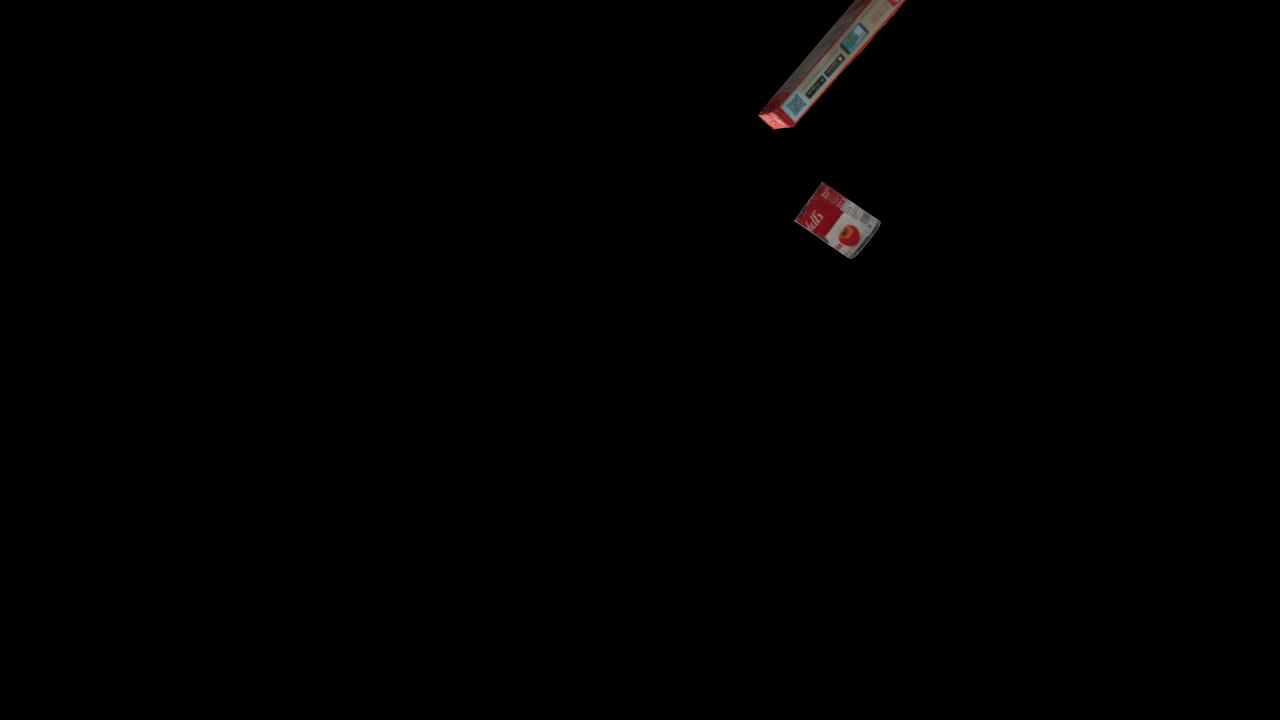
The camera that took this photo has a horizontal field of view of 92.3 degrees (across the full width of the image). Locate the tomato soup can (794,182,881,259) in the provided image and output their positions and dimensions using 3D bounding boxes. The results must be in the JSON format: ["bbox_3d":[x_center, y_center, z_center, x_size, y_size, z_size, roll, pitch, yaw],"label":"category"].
[{"bbox_3d":[0.283,-0.199,0.882,0.101,0.068,0.068,35,3,4],"label":"tomato soup can"}]

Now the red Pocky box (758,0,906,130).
[{"bbox_3d":[0.185,-0.295,0.603,0.028,0.155,0.083,39,15,-14],"label":"red Pocky box"}]
